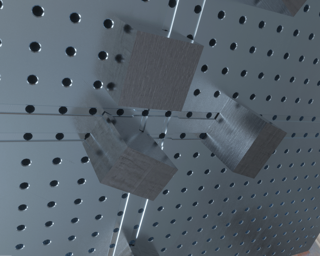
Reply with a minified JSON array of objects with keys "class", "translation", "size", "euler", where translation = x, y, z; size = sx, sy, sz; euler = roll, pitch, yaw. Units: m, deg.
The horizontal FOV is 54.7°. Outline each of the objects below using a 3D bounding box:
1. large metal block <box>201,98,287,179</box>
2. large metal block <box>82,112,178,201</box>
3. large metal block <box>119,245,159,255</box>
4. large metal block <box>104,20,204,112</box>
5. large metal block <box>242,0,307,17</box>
[{"class":"large metal block","translation":[0.120,0.014,0.452],"size":[0.050,0.080,0.080],"euler":[21,107,-36]},{"class":"large metal block","translation":[-0.038,0.035,0.378],"size":[0.080,0.080,0.050],"euler":[29,102,-38]},{"class":"large metal block","translation":[-0.043,0.257,0.532],"size":[0.080,0.050,0.080],"euler":[-49,129,6]},{"class":"large metal block","translation":[-0.009,-0.068,0.350],"size":[0.081,0.050,0.079],"euler":[3,117,-31]},{"class":"large metal block","translation":[0.113,-0.173,0.332],"size":[0.080,0.080,0.050],"euler":[30,102,-38]}]
